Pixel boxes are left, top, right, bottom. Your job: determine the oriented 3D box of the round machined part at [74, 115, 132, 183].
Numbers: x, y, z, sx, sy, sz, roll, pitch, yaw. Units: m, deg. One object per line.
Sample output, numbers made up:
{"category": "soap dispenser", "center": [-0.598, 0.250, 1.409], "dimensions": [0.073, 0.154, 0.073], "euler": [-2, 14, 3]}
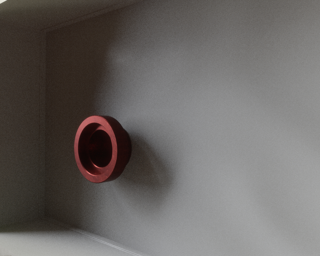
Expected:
{"category": "round machined part", "center": [-0.081, 0.030, 0.460], "dimensions": [0.098, 0.042, 0.097], "euler": [0, 90, 39]}
